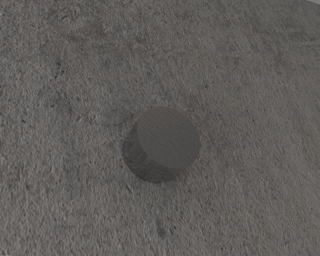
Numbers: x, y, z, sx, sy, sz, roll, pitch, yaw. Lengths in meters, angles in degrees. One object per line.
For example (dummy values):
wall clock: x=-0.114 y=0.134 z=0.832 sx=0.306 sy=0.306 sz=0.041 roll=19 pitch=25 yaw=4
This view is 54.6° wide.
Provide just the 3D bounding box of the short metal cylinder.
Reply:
short metal cylinder: x=0.001 y=0.021 z=0.375 sx=0.081 sy=0.050 sz=0.080 roll=13 pitch=56 yaw=-21
